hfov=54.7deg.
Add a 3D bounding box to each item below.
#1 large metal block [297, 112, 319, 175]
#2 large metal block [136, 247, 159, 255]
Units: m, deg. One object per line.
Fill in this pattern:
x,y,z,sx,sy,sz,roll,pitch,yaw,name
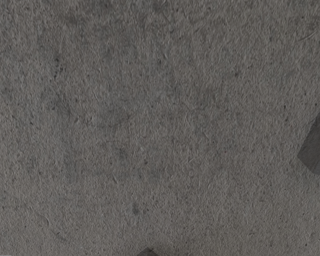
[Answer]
0.244,0.024,0.407,0.080,0.050,0.079,16,109,-6,large metal block
-0.020,0.251,0.488,0.080,0.050,0.080,-43,105,14,large metal block
